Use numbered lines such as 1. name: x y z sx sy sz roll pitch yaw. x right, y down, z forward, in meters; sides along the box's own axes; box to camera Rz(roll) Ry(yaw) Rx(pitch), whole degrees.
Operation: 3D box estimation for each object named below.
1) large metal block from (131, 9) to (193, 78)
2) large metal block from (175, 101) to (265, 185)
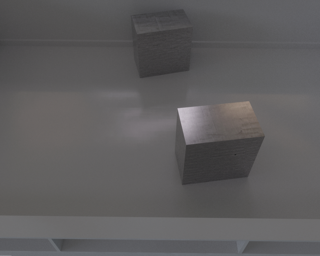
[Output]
1. large metal block: 0.002 -0.129 0.478 0.081 0.080 0.050 -10 51 -9
2. large metal block: 0.062 0.019 0.354 0.081 0.080 0.050 -6 51 -5
